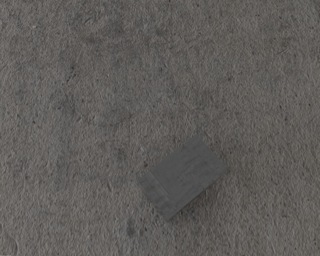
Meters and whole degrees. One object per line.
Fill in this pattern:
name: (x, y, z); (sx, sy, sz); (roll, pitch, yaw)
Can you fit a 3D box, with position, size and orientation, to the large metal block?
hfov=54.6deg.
large metal block: (0.024, 0.061, 0.357); (0.080, 0.080, 0.050); (-37, 74, -12)
